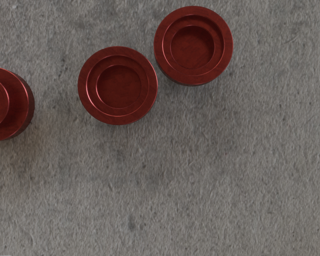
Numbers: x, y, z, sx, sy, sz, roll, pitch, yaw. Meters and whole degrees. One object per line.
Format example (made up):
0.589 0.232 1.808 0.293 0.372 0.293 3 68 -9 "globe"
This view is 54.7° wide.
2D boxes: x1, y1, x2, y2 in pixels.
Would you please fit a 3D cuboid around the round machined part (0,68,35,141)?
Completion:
-0.219 -0.031 0.399 0.099 0.042 0.097 0 90 -1 "round machined part"

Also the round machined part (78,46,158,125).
-0.052 -0.052 0.401 0.099 0.042 0.097 0 90 -1 "round machined part"

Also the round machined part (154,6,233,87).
0.041 -0.102 0.402 0.099 0.042 0.097 0 90 -1 "round machined part"
